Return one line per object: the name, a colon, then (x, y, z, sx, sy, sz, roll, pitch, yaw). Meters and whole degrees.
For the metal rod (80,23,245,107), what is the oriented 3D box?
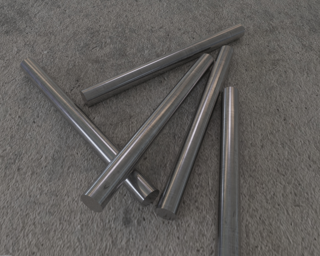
metal rod: (0.017, -0.107, 0.492, 0.302, 0.025, 0.025, -28, 56, -22)

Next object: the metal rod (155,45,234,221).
metal rod: (0.058, -0.017, 0.417, 0.025, 0.025, 0.301, 16, 52, 13)

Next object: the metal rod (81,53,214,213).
metal rod: (0.004, -0.017, 0.396, 0.025, 0.025, 0.301, 22, 47, 17)

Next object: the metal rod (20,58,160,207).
metal rod: (-0.108, -0.011, 0.410, 0.025, 0.025, 0.300, -33, 58, -25)

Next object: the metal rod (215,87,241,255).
metal rod: (0.078, 0.063, 0.350, 0.025, 0.025, 0.300, 7, 50, 6)
